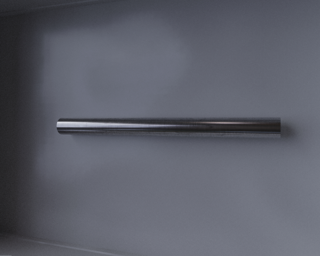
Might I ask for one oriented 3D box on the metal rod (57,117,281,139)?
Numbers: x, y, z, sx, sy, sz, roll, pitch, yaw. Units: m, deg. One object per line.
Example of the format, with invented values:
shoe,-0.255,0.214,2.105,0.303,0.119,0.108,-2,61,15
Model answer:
metal rod,-0.003,-0.001,0.408,0.301,0.025,0.025,1,90,19
